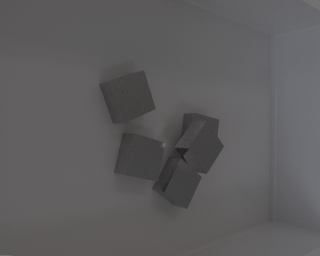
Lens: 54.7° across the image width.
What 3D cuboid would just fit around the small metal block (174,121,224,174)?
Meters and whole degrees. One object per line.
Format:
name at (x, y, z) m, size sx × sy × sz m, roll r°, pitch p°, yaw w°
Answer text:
small metal block at (0.054, 0.026, 0.419) m, size 0.050 × 0.025 × 0.050 m, roll -52°, pitch 120°, yaw -27°

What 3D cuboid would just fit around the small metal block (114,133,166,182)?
small metal block at (-0.024, 0.037, 0.386) m, size 0.050 × 0.025 × 0.050 m, roll 19°, pitch 78°, yaw -38°

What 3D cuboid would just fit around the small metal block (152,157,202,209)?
small metal block at (0.024, 0.076, 0.427) m, size 0.050 × 0.025 × 0.050 m, roll 43°, pitch 64°, yaw -32°

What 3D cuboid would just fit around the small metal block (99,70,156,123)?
small metal block at (-0.038, -0.038, 0.374) m, size 0.050 × 0.025 × 0.050 m, roll -27°, pitch 107°, yaw -37°

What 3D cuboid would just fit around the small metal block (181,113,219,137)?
small metal block at (0.059, 0.008, 0.456) m, size 0.050 × 0.025 × 0.050 m, roll 13°, pitch 82°, yaw -39°
